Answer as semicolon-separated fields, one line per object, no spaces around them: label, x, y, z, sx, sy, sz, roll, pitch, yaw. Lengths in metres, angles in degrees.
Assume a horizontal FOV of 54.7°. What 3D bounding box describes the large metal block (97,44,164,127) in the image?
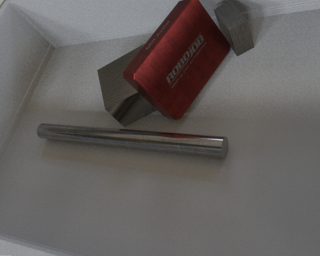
large metal block;-0.037;-0.061;0.445;0.080;0.050;0.080;-27;53;11

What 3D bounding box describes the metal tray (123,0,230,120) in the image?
metal tray;0.026;-0.087;0.399;0.130;0.090;0.030;-54;33;-10

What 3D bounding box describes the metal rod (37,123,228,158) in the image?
metal rod;-0.057;0.013;0.425;0.300;0.025;0.025;4;64;29

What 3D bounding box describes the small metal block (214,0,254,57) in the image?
small metal block;0.100;-0.134;0.419;0.025;0.050;0.050;-28;52;10
